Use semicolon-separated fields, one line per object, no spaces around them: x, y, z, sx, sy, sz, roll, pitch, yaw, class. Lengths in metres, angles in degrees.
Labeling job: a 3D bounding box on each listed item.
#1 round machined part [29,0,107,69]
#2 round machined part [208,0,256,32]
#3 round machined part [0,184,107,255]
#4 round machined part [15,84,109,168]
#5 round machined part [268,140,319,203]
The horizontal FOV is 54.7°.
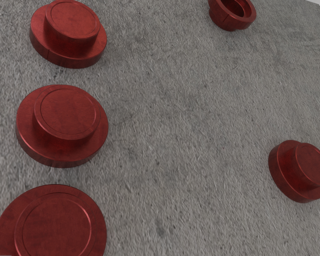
-0.117;-0.130;0.409;0.099;0.042;0.098;14;56;-21;round machined part
0.135;-0.228;0.605;0.099;0.042;0.098;14;56;-21;round machined part
-0.096;0.097;0.282;0.099;0.042;0.098;14;56;-21;round machined part
-0.104;-0.009;0.342;0.099;0.042;0.098;14;56;-21;round machined part
0.219;0.061;0.473;0.099;0.042;0.098;14;56;-21;round machined part
